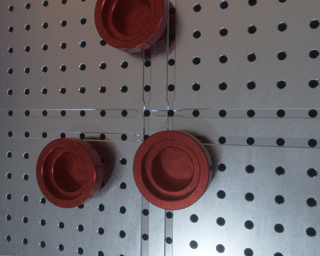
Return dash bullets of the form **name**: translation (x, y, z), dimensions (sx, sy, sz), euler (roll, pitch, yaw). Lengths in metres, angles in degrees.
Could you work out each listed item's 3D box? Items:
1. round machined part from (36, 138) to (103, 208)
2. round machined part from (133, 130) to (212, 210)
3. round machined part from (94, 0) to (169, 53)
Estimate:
- **round machined part**: translation (-0.125, 0.063, 0.448), dimensions (0.098, 0.042, 0.097), euler (0, 90, 20)
- **round machined part**: translation (0.019, 0.052, 0.397), dimensions (0.098, 0.042, 0.097), euler (0, 90, 20)
- **round machined part**: translation (-0.034, -0.150, 0.416), dimensions (0.098, 0.042, 0.097), euler (0, 90, 20)
